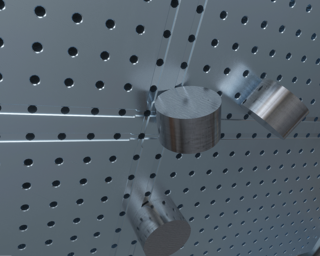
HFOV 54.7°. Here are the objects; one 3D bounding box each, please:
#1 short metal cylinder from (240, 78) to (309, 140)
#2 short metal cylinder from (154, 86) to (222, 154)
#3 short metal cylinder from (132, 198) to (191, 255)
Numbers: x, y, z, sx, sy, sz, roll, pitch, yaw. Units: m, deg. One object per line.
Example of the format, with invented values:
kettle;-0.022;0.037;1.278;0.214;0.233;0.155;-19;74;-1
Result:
short metal cylinder;0.164;-0.028;0.448;0.050;0.080;0.080;-50;129;7
short metal cylinder;0.036;-0.012;0.387;0.081;0.080;0.050;-18;126;-18
short metal cylinder;0.002;0.160;0.495;0.081;0.050;0.079;-14;124;-21
